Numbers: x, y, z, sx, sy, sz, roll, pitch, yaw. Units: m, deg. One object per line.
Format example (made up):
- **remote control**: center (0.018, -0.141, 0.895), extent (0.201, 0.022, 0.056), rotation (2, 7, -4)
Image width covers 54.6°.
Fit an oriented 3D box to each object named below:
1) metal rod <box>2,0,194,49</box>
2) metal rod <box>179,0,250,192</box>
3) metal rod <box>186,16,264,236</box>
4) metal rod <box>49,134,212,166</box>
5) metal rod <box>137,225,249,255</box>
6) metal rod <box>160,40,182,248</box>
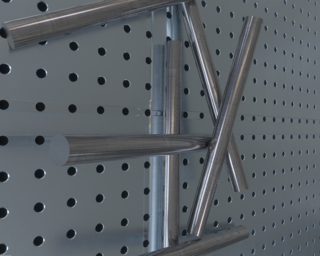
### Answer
- **metal rod**: center (-0.026, -0.146, 0.365), extent (0.302, 0.025, 0.025), rotation (-28, 108, -30)
- **metal rod**: center (0.075, -0.055, 0.442), extent (0.025, 0.025, 0.299), rotation (-19, 94, -38)
- **metal rod**: center (0.086, 0.001, 0.420), extent (0.025, 0.025, 0.298), rotation (11, 97, -40)
- **metal rod**: center (0.008, 0.020, 0.364), extent (0.302, 0.025, 0.025), rotation (2, 89, -55)
- **metal rod**: center (0.041, 0.162, 0.412), extent (0.302, 0.025, 0.025), rotation (9, 85, -49)
- **metal rod**: center (0.015, 0.033, 0.420), extent (0.025, 0.025, 0.298), rotation (2, 89, -40)
